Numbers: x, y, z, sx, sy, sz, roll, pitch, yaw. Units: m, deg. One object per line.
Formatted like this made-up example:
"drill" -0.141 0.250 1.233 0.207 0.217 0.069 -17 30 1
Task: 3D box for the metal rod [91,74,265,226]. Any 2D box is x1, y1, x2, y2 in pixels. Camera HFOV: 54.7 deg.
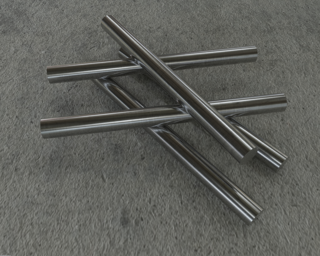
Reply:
"metal rod" 0.003 0.007 0.398 0.025 0.025 0.300 -34 58 -25

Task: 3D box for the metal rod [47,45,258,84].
"metal rod" -0.006 -0.093 0.451 0.302 0.025 0.025 -7 51 -7

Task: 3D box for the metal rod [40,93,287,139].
"metal rod" 0.010 -0.016 0.387 0.302 0.025 0.025 -7 51 -6

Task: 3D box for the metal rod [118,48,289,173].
"metal rod" 0.044 -0.041 0.439 0.025 0.025 0.300 -35 59 -26

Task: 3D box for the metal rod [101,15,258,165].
"metal rod" 0.006 -0.066 0.396 0.025 0.025 0.300 -28 56 -22
